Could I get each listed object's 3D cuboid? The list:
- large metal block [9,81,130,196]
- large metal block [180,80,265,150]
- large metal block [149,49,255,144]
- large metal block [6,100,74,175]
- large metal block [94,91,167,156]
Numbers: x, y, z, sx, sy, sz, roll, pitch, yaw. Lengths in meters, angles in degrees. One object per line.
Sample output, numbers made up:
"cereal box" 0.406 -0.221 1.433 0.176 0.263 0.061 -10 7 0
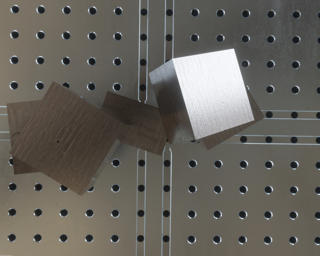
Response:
"large metal block" -0.088 0.010 0.319 0.080 0.050 0.080 31 90 0
"large metal block" 0.073 -0.027 0.402 0.080 0.050 0.080 -30 90 0
"large metal block" 0.045 -0.034 0.333 0.081 0.050 0.080 -16 91 -29
"large metal block" -0.141 0.009 0.384 0.050 0.080 0.079 -6 90 0
"large metal block" -0.029 -0.005 0.385 0.080 0.080 0.050 19 90 -1
